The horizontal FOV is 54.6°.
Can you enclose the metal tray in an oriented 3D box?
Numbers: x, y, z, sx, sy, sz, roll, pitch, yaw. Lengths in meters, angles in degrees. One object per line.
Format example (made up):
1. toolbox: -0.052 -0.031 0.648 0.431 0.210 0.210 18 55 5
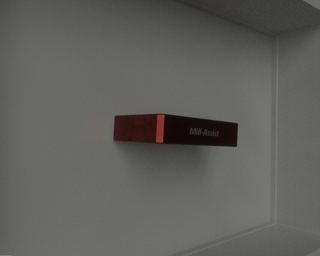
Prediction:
1. metal tray: 0.021 0.004 0.380 0.131 0.090 0.030 5 87 -40
